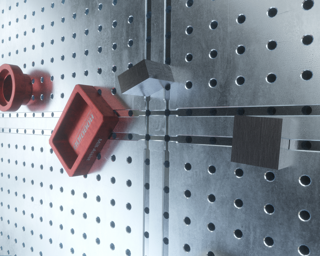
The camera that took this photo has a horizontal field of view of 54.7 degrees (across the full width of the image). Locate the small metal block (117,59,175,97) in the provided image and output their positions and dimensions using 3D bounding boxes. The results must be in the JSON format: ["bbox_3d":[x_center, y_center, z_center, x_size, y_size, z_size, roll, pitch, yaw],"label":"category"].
[{"bbox_3d":[-0.018,-0.064,0.406,0.050,0.050,0.025,-24,75,37],"label":"small metal block"}]

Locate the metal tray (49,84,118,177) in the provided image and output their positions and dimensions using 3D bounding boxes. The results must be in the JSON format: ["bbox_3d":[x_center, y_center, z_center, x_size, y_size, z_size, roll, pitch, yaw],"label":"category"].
[{"bbox_3d":[-0.130,0.005,0.510,0.090,0.030,0.129,48,118,29],"label":"metal tray"}]

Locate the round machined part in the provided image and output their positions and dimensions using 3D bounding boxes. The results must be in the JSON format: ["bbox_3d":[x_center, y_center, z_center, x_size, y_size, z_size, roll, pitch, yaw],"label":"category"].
[{"bbox_3d":[-0.304,-0.082,0.645,0.098,0.042,0.097,0,90,39],"label":"round machined part"}]

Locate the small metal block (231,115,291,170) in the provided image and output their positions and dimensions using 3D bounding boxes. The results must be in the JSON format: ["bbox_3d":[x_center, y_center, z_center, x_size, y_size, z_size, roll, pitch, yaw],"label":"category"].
[{"bbox_3d":[0.104,0.013,0.322,0.050,0.025,0.050,7,94,39],"label":"small metal block"}]
